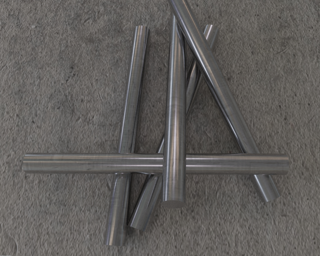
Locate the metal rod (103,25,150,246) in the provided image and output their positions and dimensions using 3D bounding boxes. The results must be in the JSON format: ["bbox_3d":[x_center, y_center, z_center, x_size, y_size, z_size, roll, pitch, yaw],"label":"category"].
[{"bbox_3d":[-0.040,-0.004,0.409,0.025,0.025,0.299,5,70,2],"label":"metal rod"}]

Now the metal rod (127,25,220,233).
[{"bbox_3d":[0.025,-0.013,0.412,0.025,0.025,0.300,19,71,7],"label":"metal rod"}]

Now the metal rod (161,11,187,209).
[{"bbox_3d":[0.021,-0.049,0.391,0.025,0.025,0.300,3,57,1],"label":"metal rod"}]

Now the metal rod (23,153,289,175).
[{"bbox_3d":[-0.006,0.042,0.363,0.302,0.025,0.025,0,70,1],"label":"metal rod"}]

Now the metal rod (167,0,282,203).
[{"bbox_3d":[0.079,-0.049,0.406,0.025,0.025,0.299,-21,79,-8],"label":"metal rod"}]
